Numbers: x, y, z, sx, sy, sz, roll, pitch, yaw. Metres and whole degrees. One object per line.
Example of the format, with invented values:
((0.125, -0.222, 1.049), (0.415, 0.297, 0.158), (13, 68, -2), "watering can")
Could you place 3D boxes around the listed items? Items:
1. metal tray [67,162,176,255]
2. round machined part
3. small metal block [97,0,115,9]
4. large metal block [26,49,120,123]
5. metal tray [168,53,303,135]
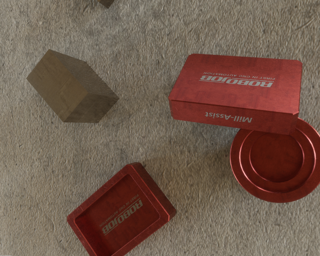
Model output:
((-0.055, 0.120, 0.424), (0.130, 0.030, 0.090), (-41, 77, 15), "metal tray")
((0.132, 0.032, 0.353), (0.098, 0.042, 0.097), (0, 90, 19), "round machined part")
((-0.080, -0.207, 0.436), (0.050, 0.025, 0.050), (46, 104, 14), "small metal block")
((-0.114, -0.053, 0.419), (0.050, 0.080, 0.080), (-47, 76, 14), "large metal block")
((0.085, -0.043, 0.347), (0.130, 0.030, 0.090), (9, 48, 19), "metal tray")
